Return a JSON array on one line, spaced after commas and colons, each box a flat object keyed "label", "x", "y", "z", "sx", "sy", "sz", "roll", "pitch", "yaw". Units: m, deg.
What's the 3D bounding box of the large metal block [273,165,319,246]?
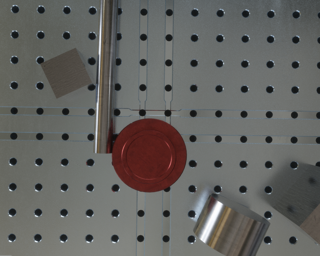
[{"label": "large metal block", "x": 0.202, "y": 0.097, "z": 0.389, "sx": 0.050, "sy": 0.080, "sz": 0.080, "roll": 42, "pitch": 90, "yaw": -1}]

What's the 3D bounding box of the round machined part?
[{"label": "round machined part", "x": -0.014, "y": 0.036, "z": 0.405, "sx": 0.099, "sy": 0.042, "sz": 0.097, "roll": 0, "pitch": 90, "yaw": -1}]

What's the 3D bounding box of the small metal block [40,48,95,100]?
[{"label": "small metal block", "x": -0.121, "y": -0.071, "z": 0.412, "sx": 0.050, "sy": 0.025, "sz": 0.050, "roll": -25, "pitch": 90, "yaw": -1}]

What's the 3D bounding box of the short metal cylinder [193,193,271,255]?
[{"label": "short metal cylinder", "x": 0.089, "y": 0.123, "z": 0.387, "sx": 0.080, "sy": 0.080, "sz": 0.050, "roll": 25, "pitch": 90, "yaw": -1}]

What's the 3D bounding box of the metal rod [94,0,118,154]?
[{"label": "metal rod", "x": -0.070, "y": -0.116, "z": 0.412, "sx": 0.025, "sy": 0.025, "sz": 0.298, "roll": 2, "pitch": 90, "yaw": -1}]
